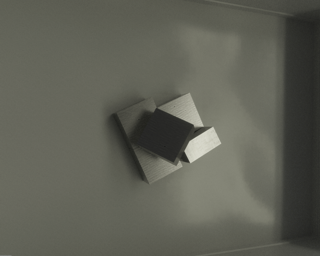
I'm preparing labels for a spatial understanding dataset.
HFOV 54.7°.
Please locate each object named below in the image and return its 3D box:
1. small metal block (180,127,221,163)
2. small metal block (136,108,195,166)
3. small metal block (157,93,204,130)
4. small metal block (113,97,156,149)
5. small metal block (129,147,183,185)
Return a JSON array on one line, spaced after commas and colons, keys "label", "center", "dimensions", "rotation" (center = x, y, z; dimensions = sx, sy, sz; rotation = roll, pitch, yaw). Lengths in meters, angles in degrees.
[{"label": "small metal block", "center": [0.044, 0.021, 0.413], "dimensions": [0.050, 0.050, 0.025], "rotation": [-30, 100, -19]}, {"label": "small metal block", "center": [0.008, 0.011, 0.373], "dimensions": [0.050, 0.025, 0.050], "rotation": [25, 79, 16]}, {"label": "small metal block", "center": [0.024, -0.014, 0.419], "dimensions": [0.050, 0.025, 0.050], "rotation": [-26, 99, -18]}, {"label": "small metal block", "center": [-0.026, -0.006, 0.400], "dimensions": [0.050, 0.025, 0.050], "rotation": [-26, 99, -18]}, {"label": "small metal block", "center": [-0.006, 0.039, 0.408], "dimensions": [0.050, 0.025, 0.050], "rotation": [-26, 99, -18]}]
